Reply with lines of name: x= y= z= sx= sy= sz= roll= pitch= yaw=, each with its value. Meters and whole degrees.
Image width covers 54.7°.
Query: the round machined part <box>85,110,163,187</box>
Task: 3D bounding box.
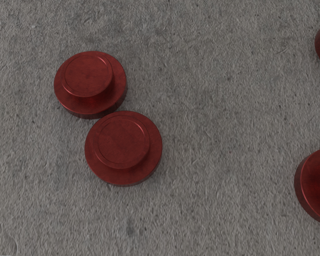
round machined part: x=-0.046 y=0.022 z=0.390 sx=0.099 sy=0.042 sz=0.098 roll=0 pitch=70 yaw=0

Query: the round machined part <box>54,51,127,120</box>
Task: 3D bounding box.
round machined part: x=-0.095 y=-0.064 z=0.422 sx=0.099 sy=0.042 sz=0.098 roll=0 pitch=70 yaw=0

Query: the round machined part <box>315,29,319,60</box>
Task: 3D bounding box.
round machined part: x=0.270 y=-0.114 z=0.442 sx=0.099 sy=0.042 sz=0.098 roll=0 pitch=70 yaw=0

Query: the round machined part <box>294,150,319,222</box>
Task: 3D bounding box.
round machined part: x=0.220 y=0.069 z=0.375 sx=0.099 sy=0.042 sz=0.098 roll=0 pitch=70 yaw=0
